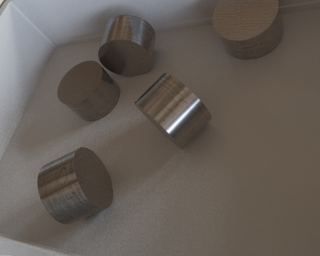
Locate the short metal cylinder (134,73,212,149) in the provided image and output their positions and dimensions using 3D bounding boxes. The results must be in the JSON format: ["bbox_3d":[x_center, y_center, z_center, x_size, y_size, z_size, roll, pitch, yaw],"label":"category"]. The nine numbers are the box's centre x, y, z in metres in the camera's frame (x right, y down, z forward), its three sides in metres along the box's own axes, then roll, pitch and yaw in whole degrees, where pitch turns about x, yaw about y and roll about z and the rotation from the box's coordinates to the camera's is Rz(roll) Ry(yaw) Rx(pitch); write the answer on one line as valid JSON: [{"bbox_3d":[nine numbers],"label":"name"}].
[{"bbox_3d":[0.015,-0.020,0.374,0.050,0.080,0.080,-46,51,-4],"label":"short metal cylinder"}]

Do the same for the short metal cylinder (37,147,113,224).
[{"bbox_3d":[-0.101,0.070,0.379,0.050,0.080,0.080,-26,53,12],"label":"short metal cylinder"}]

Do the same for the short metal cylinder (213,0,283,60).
[{"bbox_3d":[0.115,-0.136,0.403,0.080,0.050,0.080,-9,70,25],"label":"short metal cylinder"}]

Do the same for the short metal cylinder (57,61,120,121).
[{"bbox_3d":[-0.109,-0.057,0.480,0.080,0.050,0.080,-13,56,20],"label":"short metal cylinder"}]

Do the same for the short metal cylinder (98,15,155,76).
[{"bbox_3d":[-0.049,-0.123,0.470,0.080,0.080,0.050,-8,58,23],"label":"short metal cylinder"}]
